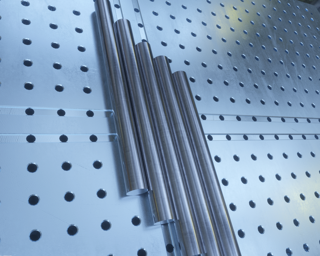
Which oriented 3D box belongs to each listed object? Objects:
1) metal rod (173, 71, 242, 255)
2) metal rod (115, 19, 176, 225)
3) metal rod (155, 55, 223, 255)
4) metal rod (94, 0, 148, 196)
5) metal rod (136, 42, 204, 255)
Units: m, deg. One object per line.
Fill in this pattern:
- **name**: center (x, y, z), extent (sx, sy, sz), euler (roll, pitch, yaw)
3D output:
- **metal rod**: center (0.059, 0.052, 0.409), extent (0.025, 0.025, 0.299), euler (1, 61, -28)
- **metal rod**: center (-0.026, -0.026, 0.410), extent (0.025, 0.025, 0.299), euler (1, 61, -28)
- **metal rod**: center (0.031, 0.029, 0.408), extent (0.025, 0.025, 0.299), euler (1, 61, -28)
- **metal rod**: center (-0.057, -0.059, 0.414), extent (0.025, 0.025, 0.299), euler (1, 61, -28)
- **metal rod**: center (0.005, 0.010, 0.405), extent (0.025, 0.025, 0.299), euler (1, 61, -28)
